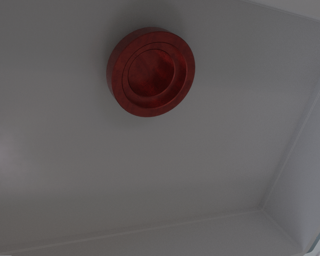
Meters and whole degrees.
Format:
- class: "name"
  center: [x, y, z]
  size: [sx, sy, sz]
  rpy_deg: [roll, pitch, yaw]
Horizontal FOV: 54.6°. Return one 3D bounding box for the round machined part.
- class: "round machined part"
  center: [-0.013, -0.064, 0.350]
  size: [0.099, 0.042, 0.097]
  rpy_deg: [-14, 124, -21]
